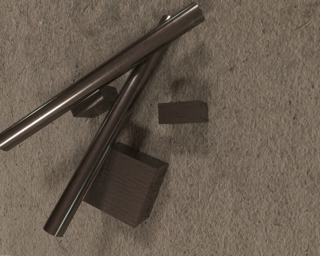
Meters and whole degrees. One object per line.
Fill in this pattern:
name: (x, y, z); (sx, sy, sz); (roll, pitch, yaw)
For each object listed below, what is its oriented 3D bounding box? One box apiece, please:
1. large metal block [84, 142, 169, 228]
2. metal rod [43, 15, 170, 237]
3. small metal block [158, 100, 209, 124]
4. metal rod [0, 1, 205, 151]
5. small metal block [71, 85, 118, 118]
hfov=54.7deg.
large metal block: (-0.045, 0.071, 0.410); (0.080, 0.050, 0.080); (22, 97, 18)
metal rod: (-0.056, -0.009, 0.384); (0.025, 0.025, 0.299); (26, 82, 18)
small metal block: (0.030, -0.018, 0.384); (0.050, 0.050, 0.025); (-3, 89, 19)
metal rod: (-0.080, -0.058, 0.383); (0.300, 0.025, 0.025); (-32, 80, 9)
small metal block: (-0.089, -0.036, 0.426); (0.050, 0.050, 0.025); (-26, 82, 18)
